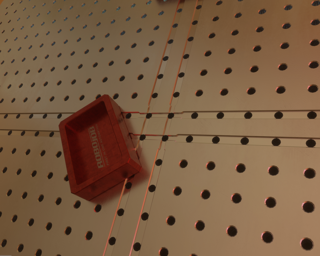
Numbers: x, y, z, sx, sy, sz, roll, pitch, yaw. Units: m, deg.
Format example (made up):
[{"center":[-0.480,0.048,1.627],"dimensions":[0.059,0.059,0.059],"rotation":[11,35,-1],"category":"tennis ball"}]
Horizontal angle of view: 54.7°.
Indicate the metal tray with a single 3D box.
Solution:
[{"center":[-0.089,0.023,0.435],"dimensions":[0.090,0.030,0.130],"rotation":[-31,52,8],"category":"metal tray"}]
